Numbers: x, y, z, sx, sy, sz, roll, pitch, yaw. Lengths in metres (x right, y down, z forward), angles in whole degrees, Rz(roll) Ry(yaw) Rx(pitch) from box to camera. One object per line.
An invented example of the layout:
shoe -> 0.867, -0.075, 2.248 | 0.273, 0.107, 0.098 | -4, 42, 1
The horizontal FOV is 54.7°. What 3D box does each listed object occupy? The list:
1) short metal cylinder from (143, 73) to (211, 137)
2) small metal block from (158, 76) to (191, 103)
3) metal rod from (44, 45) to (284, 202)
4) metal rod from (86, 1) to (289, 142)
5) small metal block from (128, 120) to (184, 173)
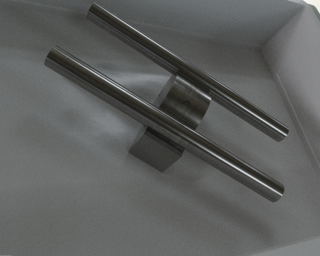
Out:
short metal cylinder -> 0.021, -0.023, 0.395 | 0.050, 0.080, 0.080 | 32, 51, -8
small metal block -> 0.033, -0.053, 0.439 | 0.050, 0.050, 0.025 | 32, 52, -8
metal rod -> 0.012, 0.001, 0.349 | 0.301, 0.025, 0.025 | 31, 52, -8
metal rod -> 0.042, -0.069, 0.406 | 0.301, 0.025, 0.025 | 31, 52, -8
small metal block -> -0.003, 0.022, 0.374 | 0.050, 0.050, 0.025 | 32, 52, -8
